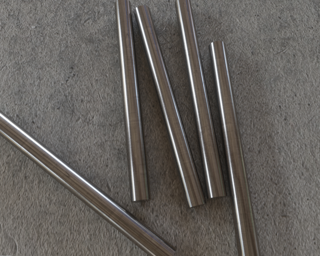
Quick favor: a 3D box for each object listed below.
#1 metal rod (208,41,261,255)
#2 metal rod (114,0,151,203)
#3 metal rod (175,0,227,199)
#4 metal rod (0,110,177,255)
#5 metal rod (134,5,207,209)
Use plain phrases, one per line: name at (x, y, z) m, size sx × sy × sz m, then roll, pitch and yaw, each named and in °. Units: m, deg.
metal rod at (0.093, 0.020, 0.400) m, size 0.025 × 0.025 × 0.299 m, roll -4°, pitch 70°, yaw -1°
metal rod at (-0.040, -0.051, 0.426) m, size 0.025 × 0.025 × 0.299 m, roll -6°, pitch 70°, yaw -2°
metal rod at (0.052, -0.054, 0.428) m, size 0.025 × 0.025 × 0.299 m, roll -6°, pitch 70°, yaw -2°
metal rod at (-0.109, 0.064, 0.383) m, size 0.300 × 0.025 × 0.025 m, roll 35°, pitch 74°, yaw 12°
metal rod at (0.008, -0.042, 0.423) m, size 0.025 × 0.025 × 0.299 m, roll -13°, pitch 71°, yaw -5°
